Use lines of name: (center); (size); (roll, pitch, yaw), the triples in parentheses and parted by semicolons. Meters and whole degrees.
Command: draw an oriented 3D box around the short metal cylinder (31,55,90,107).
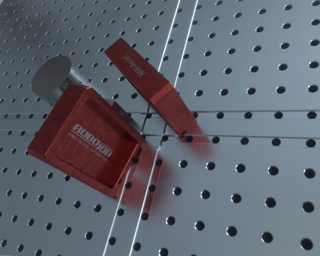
short metal cylinder: (-0.167, -0.075, 0.523); (0.080, 0.050, 0.080); (-13, 56, 20)

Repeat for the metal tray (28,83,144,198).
metal tray: (-0.078, 0.019, 0.368); (0.030, 0.130, 0.090); (15, 70, 34)

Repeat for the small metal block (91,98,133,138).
small metal block: (-0.071, -0.006, 0.431); (0.025, 0.050, 0.050); (16, 70, 34)

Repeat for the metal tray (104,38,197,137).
metal tray: (-0.013, -0.054, 0.404); (0.030, 0.090, 0.130); (-41, 51, 0)
